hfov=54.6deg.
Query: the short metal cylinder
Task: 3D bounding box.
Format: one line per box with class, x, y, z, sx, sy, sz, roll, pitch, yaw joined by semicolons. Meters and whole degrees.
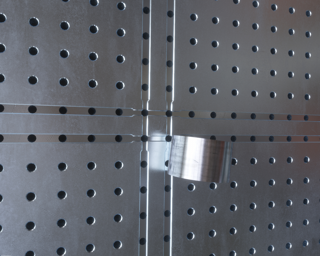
short metal cylinder;0.052;0.039;0.402;0.081;0.080;0.050;8;88;-20
